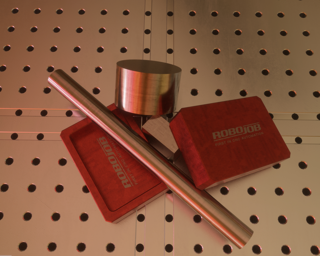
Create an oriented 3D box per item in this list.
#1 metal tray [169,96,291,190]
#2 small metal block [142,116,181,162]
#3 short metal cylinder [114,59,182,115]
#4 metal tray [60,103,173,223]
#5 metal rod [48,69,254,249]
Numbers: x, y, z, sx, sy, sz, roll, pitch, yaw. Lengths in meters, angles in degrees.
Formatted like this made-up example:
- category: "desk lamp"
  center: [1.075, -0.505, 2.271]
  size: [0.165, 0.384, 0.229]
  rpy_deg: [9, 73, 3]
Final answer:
- category: "metal tray"
  center: [0.086, 0.013, 0.374]
  size: [0.131, 0.030, 0.090]
  rpy_deg: [-11, 68, -30]
- category: "small metal block"
  center: [0.006, 0.013, 0.389]
  size: [0.050, 0.050, 0.025]
  rpy_deg: [39, 75, 13]
- category: "short metal cylinder"
  center: [-0.016, -0.054, 0.391]
  size: [0.080, 0.080, 0.050]
  rpy_deg: [8, 112, 3]
- category: "metal tray"
  center: [-0.055, 0.040, 0.389]
  size: [0.090, 0.030, 0.130]
  rpy_deg: [-30, 73, -11]
- category: "metal rod"
  center: [-0.021, 0.028, 0.366]
  size: [0.300, 0.025, 0.025]
  rpy_deg: [39, 75, 12]
